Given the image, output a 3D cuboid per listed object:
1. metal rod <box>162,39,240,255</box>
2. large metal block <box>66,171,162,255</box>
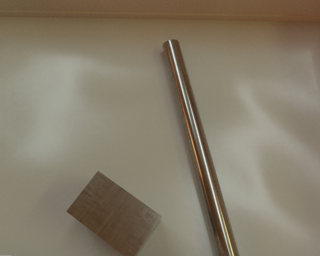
[{"bbox_3d":[0.048,0.015,0.404,0.025,0.025,0.299,-11,70,-5],"label":"metal rod"},{"bbox_3d":[-0.046,0.098,0.344,0.080,0.080,0.050,33,73,11],"label":"large metal block"}]
